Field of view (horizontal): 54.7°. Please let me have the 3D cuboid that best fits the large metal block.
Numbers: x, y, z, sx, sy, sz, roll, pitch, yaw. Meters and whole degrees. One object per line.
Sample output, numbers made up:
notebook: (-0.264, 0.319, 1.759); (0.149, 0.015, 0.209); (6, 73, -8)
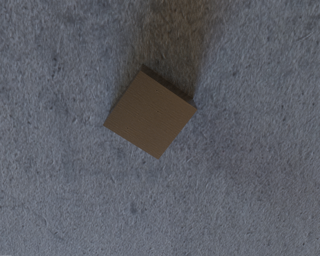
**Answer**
large metal block: (-0.012, -0.021, 0.389); (0.080, 0.050, 0.080); (33, 106, -12)
